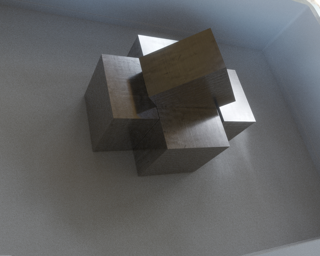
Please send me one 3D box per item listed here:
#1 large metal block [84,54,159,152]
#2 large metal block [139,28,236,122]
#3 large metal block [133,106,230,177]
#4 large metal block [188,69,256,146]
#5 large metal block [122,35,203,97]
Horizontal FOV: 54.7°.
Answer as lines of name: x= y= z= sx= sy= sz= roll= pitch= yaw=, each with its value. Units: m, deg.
large metal block: x=-0.048 y=-0.026 z=0.359 sx=0.050 sy=0.080 sz=0.080 roll=0 pitch=62 yaw=-28
large metal block: x=0.033 y=-0.053 z=0.346 sx=0.080 sy=0.080 sz=0.050 roll=45 pitch=27 yaw=-62
large metal block: x=0.021 y=0.017 z=0.369 sx=0.081 sy=0.080 sz=0.050 roll=0 pitch=62 yaw=-28
large metal block: x=0.071 y=-0.024 z=0.419 sx=0.050 sy=0.080 sz=0.080 roll=0 pitch=62 yaw=-29
large metal block: x=-0.002 y=-0.071 z=0.411 sx=0.081 sy=0.080 sz=0.050 roll=0 pitch=62 yaw=-28
